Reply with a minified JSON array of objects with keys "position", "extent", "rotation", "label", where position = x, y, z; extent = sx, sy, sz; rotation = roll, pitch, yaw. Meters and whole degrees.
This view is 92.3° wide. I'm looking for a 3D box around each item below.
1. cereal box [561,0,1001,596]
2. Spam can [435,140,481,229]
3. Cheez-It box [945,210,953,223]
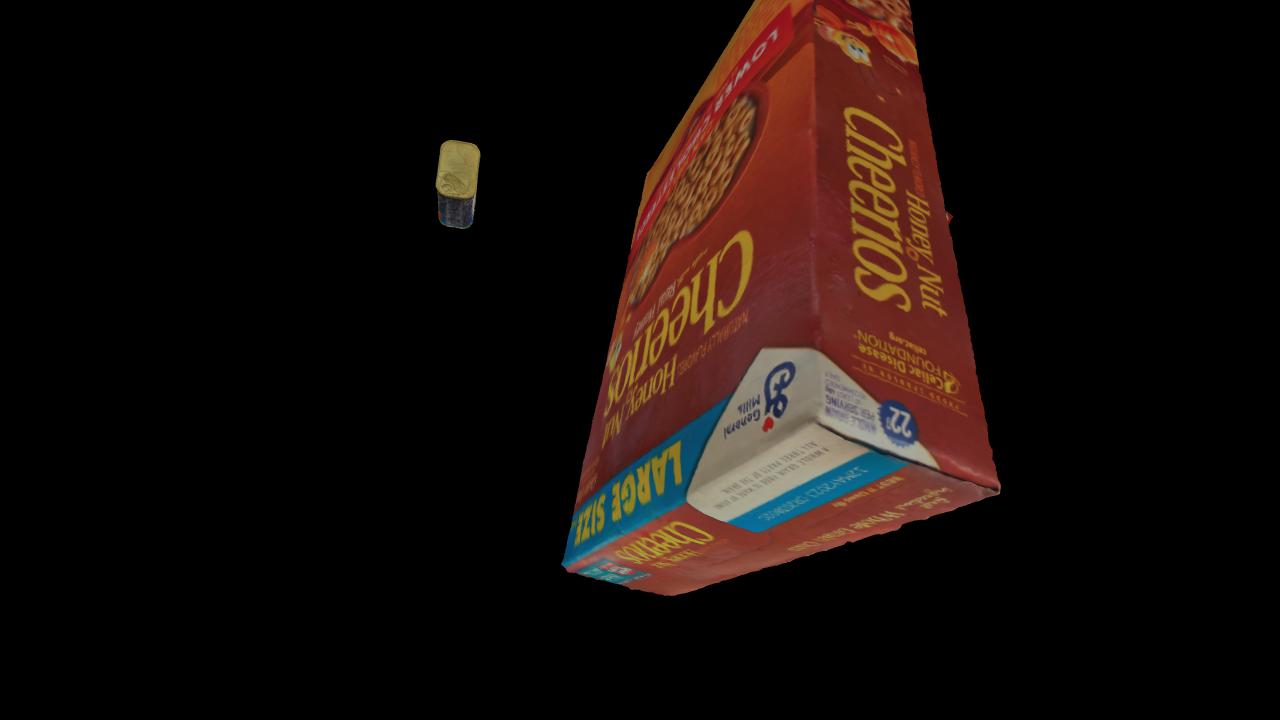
[{"position":[0.053,-0.050,0.325],"extent":[0.081,0.306,0.203],"rotation":[22,-34,-16],"label":"cereal box"},{"position":[-0.276,-0.264,0.934],"extent":[0.058,0.101,0.085],"rotation":[6,-23,-14],"label":"Spam can"},{"position":[0.303,-0.223,0.857],"extent":[0.223,0.071,0.166],"rotation":[16,11,-39],"label":"Cheez-It box"}]
